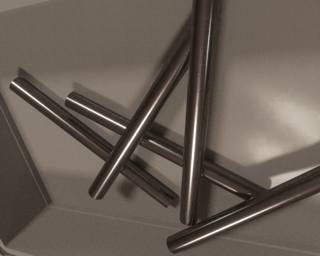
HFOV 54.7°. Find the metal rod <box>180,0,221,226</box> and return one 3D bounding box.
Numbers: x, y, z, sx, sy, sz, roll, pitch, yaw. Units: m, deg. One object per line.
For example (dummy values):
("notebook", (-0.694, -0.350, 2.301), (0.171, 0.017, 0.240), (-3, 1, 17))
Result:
("metal rod", (0.041, -0.001, 0.352), (0.025, 0.025, 0.298), (14, 124, 20))

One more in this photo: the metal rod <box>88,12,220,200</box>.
("metal rod", (-0.022, -0.009, 0.387), (0.025, 0.025, 0.298), (36, 121, 3))

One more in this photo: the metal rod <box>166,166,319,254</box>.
("metal rod", (0.125, 0.089, 0.367), (0.299, 0.025, 0.025), (-35, 99, 28))

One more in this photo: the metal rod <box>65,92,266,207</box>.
("metal rod", (0.002, 0.025, 0.421), (0.301, 0.025, 0.025), (27, 128, 11))

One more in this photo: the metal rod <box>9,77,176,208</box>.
("metal rod", (-0.103, 0.021, 0.473), (0.300, 0.025, 0.025), (37, 129, 3))
